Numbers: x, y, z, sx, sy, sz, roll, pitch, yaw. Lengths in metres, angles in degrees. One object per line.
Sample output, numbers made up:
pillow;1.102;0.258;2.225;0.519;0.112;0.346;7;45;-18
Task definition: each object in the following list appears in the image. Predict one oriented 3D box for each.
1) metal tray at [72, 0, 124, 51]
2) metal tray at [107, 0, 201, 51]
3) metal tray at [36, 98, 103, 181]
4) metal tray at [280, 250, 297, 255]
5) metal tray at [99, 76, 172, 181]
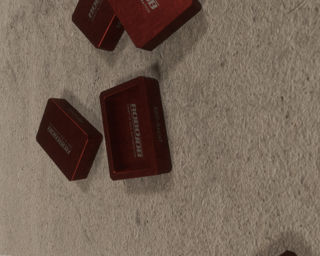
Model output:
metal tray;-0.076;-0.193;0.462;0.090;0.030;0.129;49;119;28
metal tray;-0.020;-0.176;0.390;0.090;0.030;0.130;-35;80;23
metal tray;-0.159;0.017;0.530;0.130;0.030;0.089;38;113;33
metal tray;0.109;0.197;0.310;0.129;0.030;0.090;-50;61;28
metal tray;-0.037;0.003;0.429;0.090;0.030;0.129;-15;81;38
